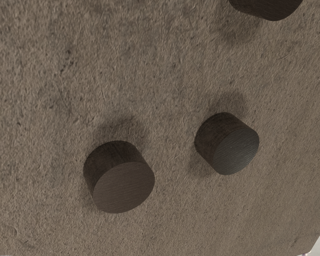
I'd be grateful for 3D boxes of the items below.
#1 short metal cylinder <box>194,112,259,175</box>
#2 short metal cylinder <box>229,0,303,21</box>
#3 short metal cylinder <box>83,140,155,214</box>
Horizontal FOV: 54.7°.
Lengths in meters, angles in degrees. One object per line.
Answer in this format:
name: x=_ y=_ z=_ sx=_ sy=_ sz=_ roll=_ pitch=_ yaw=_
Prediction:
short metal cylinder: x=0.099 y=0.023 z=0.461 sx=0.081 sy=0.050 sz=0.079 roll=-14 pitch=125 yaw=-21
short metal cylinder: x=0.124 y=-0.169 z=0.356 sx=0.081 sy=0.050 sz=0.079 roll=-14 pitch=125 yaw=-21
short metal cylinder: x=-0.054 y=0.063 z=0.402 sx=0.081 sy=0.050 sz=0.079 roll=-14 pitch=125 yaw=-21
